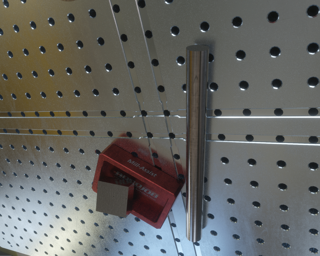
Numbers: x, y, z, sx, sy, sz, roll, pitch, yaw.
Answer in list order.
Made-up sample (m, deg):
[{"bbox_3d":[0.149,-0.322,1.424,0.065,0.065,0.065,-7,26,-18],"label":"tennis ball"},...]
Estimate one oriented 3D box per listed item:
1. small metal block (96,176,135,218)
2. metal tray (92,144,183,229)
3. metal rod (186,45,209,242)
[{"bbox_3d":[-0.070,0.106,0.482,0.050,0.025,0.050,9,101,14],"label":"small metal block"},{"bbox_3d":[-0.039,0.092,0.485,0.130,0.030,0.089,28,128,10],"label":"metal tray"},{"bbox_3d":[0.047,0.041,0.411,0.025,0.025,0.298,11,123,22],"label":"metal rod"}]
